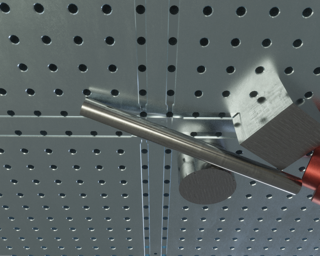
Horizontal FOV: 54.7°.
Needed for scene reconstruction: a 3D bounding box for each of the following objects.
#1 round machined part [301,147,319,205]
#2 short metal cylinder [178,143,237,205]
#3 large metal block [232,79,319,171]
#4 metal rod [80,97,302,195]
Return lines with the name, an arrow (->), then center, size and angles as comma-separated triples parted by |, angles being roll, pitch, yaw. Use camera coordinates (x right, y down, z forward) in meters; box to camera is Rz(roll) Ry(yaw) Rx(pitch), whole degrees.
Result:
round machined part -> 0.227, 0.056, 0.426 | 0.042, 0.099, 0.097 | 24, 136, 27
short metal cylinder -> 0.067, 0.068, 0.453 | 0.081, 0.050, 0.079 | 0, 131, 0
large metal block -> 0.154, -0.001, 0.395 | 0.080, 0.050, 0.080 | 30, 124, -23
metal rod -> 0.045, 0.026, 0.404 | 0.302, 0.025, 0.025 | 21, 128, -6
